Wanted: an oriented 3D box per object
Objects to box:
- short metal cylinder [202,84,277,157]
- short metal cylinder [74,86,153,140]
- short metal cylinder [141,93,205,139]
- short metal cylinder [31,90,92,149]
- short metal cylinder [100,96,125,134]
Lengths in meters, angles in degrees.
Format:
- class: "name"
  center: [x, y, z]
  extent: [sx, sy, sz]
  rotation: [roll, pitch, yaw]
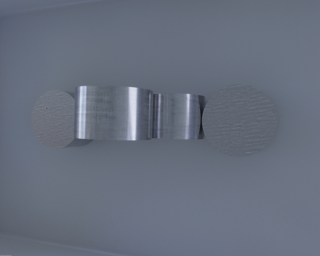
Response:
- class: "short metal cylinder"
  center: [0.094, -0.008, 0.362]
  extent: [0.080, 0.050, 0.080]
  rotation: [0, 90, 20]
- class: "short metal cylinder"
  center: [-0.048, -0.014, 0.323]
  extent: [0.080, 0.080, 0.050]
  rotation: [2, 91, 20]
- class: "short metal cylinder"
  center: [0.014, -0.013, 0.374]
  extent: [0.080, 0.080, 0.050]
  rotation: [2, 91, 20]
- class: "short metal cylinder"
  center: [-0.133, -0.012, 0.442]
  extent: [0.080, 0.050, 0.080]
  rotation: [0, 90, 20]
- class: "short metal cylinder"
  center: [-0.062, -0.016, 0.401]
  extent: [0.080, 0.080, 0.050]
  rotation: [2, 91, 20]
